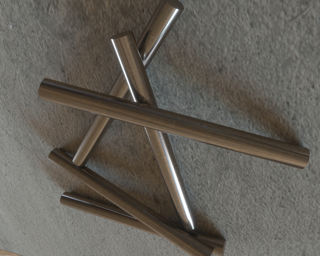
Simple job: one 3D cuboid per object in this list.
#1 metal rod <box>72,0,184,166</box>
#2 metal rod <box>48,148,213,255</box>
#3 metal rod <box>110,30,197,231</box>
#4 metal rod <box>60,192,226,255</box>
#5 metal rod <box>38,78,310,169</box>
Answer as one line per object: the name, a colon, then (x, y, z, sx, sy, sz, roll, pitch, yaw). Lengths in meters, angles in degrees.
metal rod: (-0.058, -0.039, 0.411, 0.025, 0.025, 0.298, 39, 129, 1)
metal rod: (-0.055, 0.116, 0.489, 0.301, 0.025, 0.025, 30, 128, 15)
metal rod: (0.002, 0.024, 0.400, 0.025, 0.025, 0.298, -1, 124, 28)
metal rod: (-0.041, 0.156, 0.522, 0.301, 0.025, 0.025, 10, 123, 22)
metal rod: (0.015, -0.005, 0.347, 0.302, 0.025, 0.025, 15, 126, 1)
